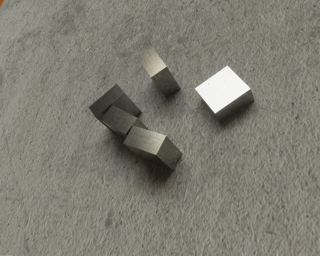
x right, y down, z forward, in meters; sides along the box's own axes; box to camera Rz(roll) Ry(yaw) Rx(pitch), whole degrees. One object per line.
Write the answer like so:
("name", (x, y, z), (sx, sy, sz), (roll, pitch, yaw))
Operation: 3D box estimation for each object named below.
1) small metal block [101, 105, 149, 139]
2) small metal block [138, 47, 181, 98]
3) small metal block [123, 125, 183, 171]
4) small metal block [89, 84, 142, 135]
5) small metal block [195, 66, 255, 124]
("small metal block", (-0.042, 0.000, 0.409), (0.050, 0.050, 0.025), (27, 77, 37))
("small metal block", (-0.001, -0.078, 0.436), (0.025, 0.050, 0.050), (-34, 51, 6))
("small metal block", (-0.008, 0.025, 0.377), (0.050, 0.050, 0.025), (16, 71, 34))
("small metal block", (-0.062, -0.026, 0.436), (0.050, 0.050, 0.025), (-41, 51, 0))
("small metal block", (0.080, -0.042, 0.388), (0.050, 0.025, 0.050), (-35, 51, 5))
